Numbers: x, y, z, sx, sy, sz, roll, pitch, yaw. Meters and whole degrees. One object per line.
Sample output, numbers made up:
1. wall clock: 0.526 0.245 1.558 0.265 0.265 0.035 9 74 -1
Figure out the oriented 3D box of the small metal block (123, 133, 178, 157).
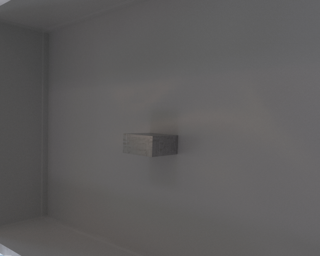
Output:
1. small metal block: -0.012 0.021 0.402 0.050 0.050 0.025 4 93 40
